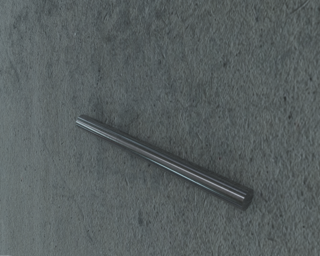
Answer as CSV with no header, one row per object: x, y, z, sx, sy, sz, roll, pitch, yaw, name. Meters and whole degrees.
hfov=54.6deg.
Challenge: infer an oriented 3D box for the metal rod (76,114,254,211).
-0.017,0.033,0.420,0.300,0.025,0.025,22,104,38,metal rod
